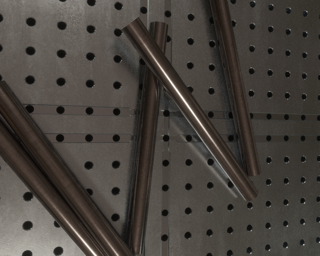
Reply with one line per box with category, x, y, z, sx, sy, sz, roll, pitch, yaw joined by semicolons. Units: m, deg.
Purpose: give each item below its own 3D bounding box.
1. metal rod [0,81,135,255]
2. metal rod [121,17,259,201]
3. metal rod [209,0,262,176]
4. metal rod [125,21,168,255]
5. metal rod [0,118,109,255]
metal rod;-0.101;0.077;0.365;0.025;0.025;0.299;-36;98;-17
metal rod;0.051;-0.012;0.414;0.025;0.025;0.300;-43;111;-15
metal rod;0.108;-0.076;0.453;0.025;0.025;0.298;-14;95;-20
metal rod;-0.017;0.011;0.407;0.025;0.025;0.298;7;88;-20
metal rod;-0.129;0.082;0.365;0.025;0.025;0.299;-38;103;-16
